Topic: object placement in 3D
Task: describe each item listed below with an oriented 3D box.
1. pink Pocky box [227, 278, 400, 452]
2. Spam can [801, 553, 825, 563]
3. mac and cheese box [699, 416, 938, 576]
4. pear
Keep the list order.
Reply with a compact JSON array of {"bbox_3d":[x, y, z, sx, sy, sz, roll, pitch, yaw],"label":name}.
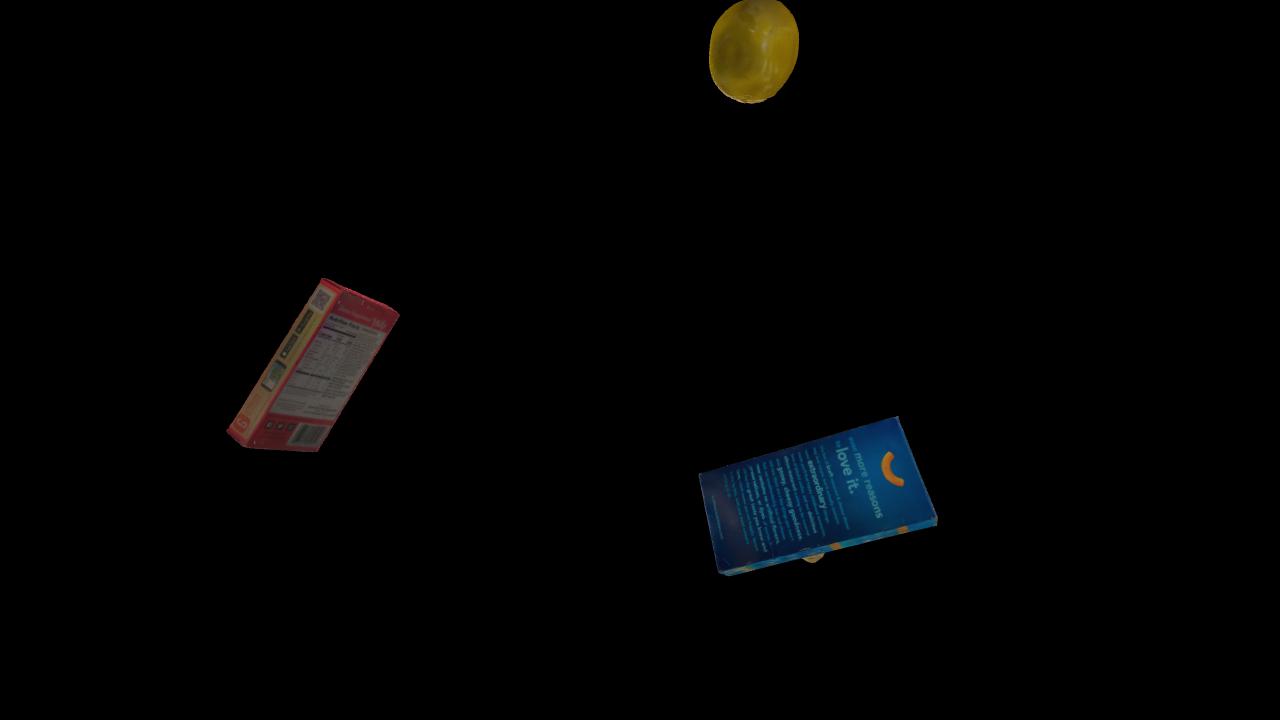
[{"bbox_3d":[-0.287,0.008,0.552,0.029,0.155,0.084,30,-3,17],"label":"pink Pocky box"},{"bbox_3d":[0.264,0.262,0.995,0.101,0.058,0.085,36,52,10],"label":"Spam can"},{"bbox_3d":[0.150,0.122,0.541,0.184,0.093,0.041,-19,-32,16],"label":"mac and cheese box"},{"bbox_3d":[0.108,-0.271,0.532,0.080,0.080,0.111,0,32,39],"label":"pear"}]
